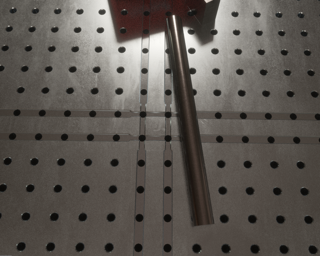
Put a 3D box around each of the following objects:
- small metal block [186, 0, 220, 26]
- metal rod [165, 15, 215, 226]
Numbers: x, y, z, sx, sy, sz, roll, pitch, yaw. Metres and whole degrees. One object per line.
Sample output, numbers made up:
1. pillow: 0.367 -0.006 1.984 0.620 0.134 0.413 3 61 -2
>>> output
1. small metal block: 0.065 -0.195 0.470 0.025 0.050 0.050 -27 73 -10
2. metal rod: 0.037 -0.024 0.420 0.025 0.025 0.299 -6 70 -3
